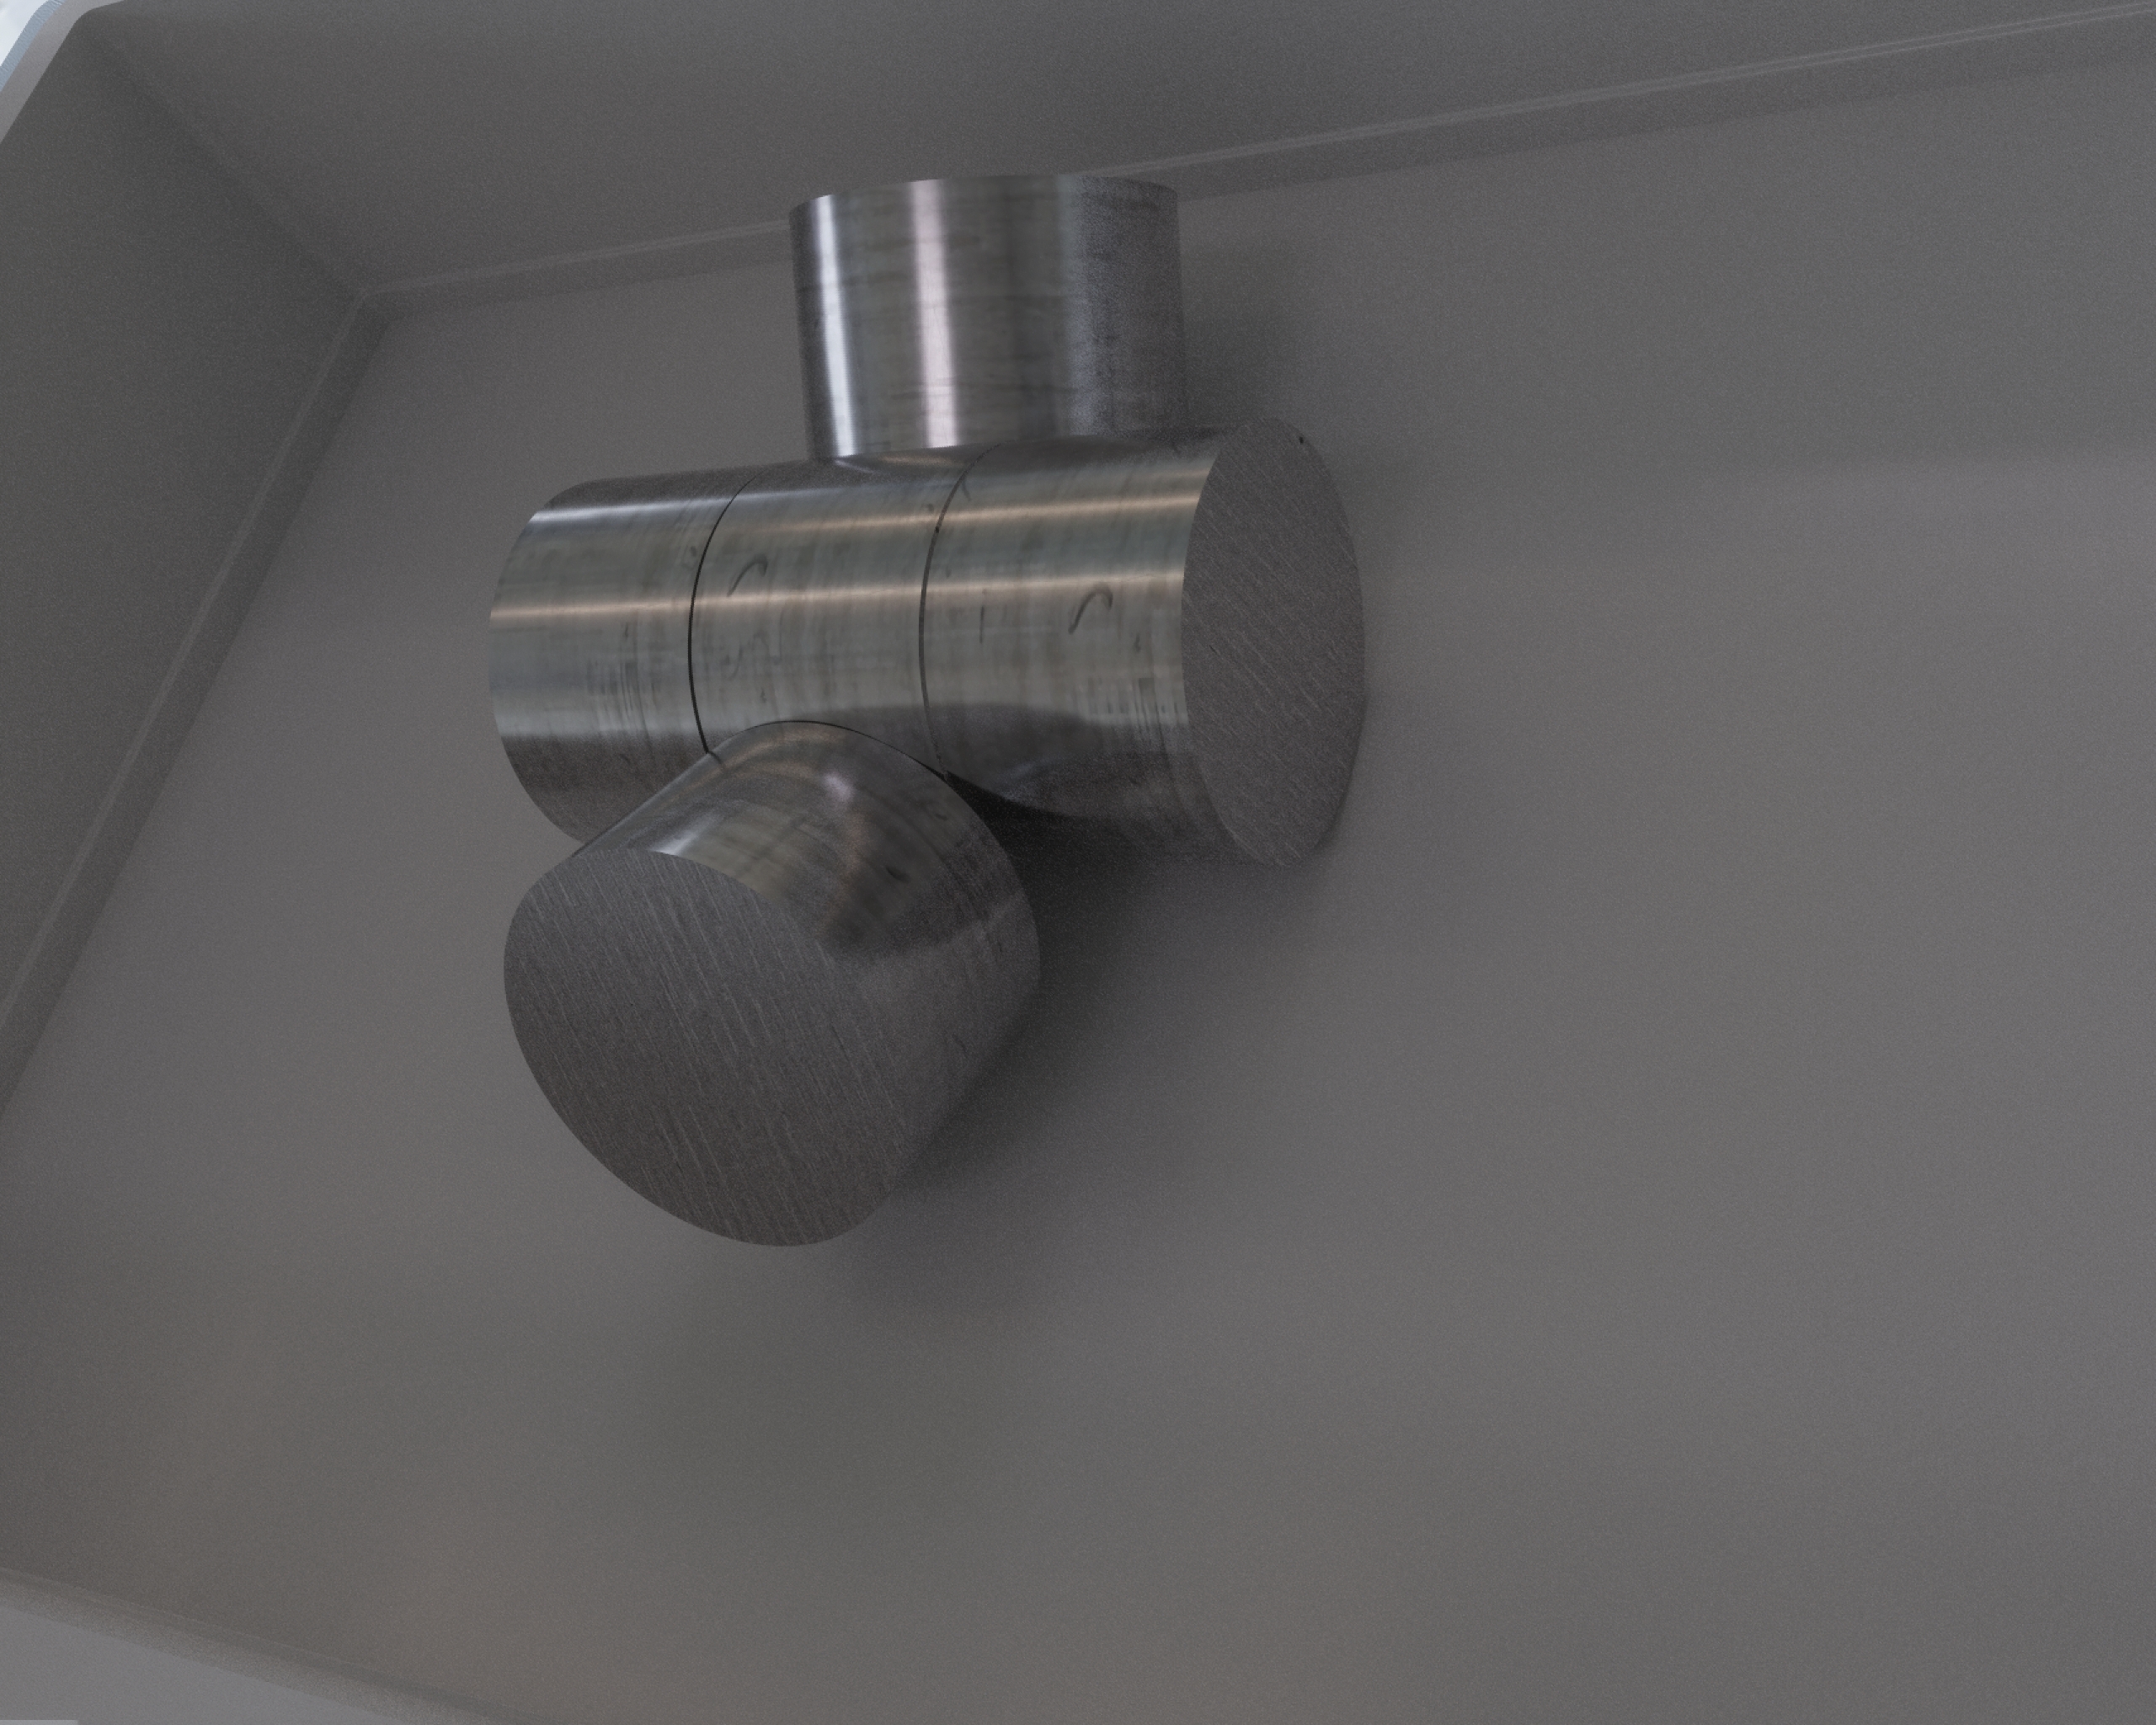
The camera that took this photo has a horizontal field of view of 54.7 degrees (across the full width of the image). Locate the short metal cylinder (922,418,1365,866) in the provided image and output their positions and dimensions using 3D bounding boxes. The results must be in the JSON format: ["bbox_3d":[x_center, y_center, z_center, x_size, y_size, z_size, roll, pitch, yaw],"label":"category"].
[{"bbox_3d":[0.015,-0.040,0.385,0.050,0.080,0.080,1,62,29],"label":"short metal cylinder"}]

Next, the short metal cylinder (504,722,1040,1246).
[{"bbox_3d":[-0.054,0.021,0.374,0.080,0.080,0.050,0,28,28],"label":"short metal cylinder"}]

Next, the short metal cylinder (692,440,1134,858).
[{"bbox_3d":[-0.030,-0.041,0.409,0.050,0.080,0.080,1,62,29],"label":"short metal cylinder"}]

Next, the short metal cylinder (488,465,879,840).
[{"bbox_3d":[-0.074,-0.041,0.433,0.050,0.080,0.080,1,62,29],"label":"short metal cylinder"}]

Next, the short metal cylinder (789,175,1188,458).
[{"bbox_3d":[-0.018,-0.111,0.437,0.080,0.080,0.050,2,101,29],"label":"short metal cylinder"}]
